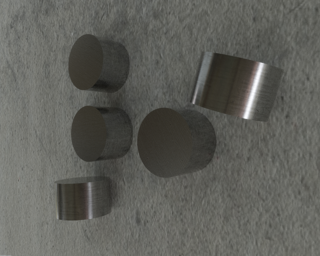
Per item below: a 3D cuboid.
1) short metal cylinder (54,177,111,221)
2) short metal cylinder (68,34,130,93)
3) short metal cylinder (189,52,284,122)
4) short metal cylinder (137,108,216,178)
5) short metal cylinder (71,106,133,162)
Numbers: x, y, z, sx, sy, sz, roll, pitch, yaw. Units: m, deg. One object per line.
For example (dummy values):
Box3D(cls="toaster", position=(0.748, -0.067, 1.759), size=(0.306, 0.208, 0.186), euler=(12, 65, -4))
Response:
Box3D(cls="short metal cylinder", position=(-0.114, 0.102, 0.461), size=(0.080, 0.081, 0.050), euler=(-5, 87, 39))
Box3D(cls="short metal cylinder", position=(-0.091, -0.094, 0.462), size=(0.080, 0.050, 0.079), euler=(0, 90, 39))
Box3D(cls="short metal cylinder", position=(0.074, -0.041, 0.307), size=(0.080, 0.081, 0.050), euler=(22, 104, 37))
Box3D(cls="short metal cylinder", position=(0.019, 0.017, 0.371), size=(0.080, 0.050, 0.079), euler=(0, 90, 39))
Box3D(cls="short metal cylinder", position=(-0.086, 0.008, 0.457), size=(0.080, 0.050, 0.079), euler=(0, 90, 39))
